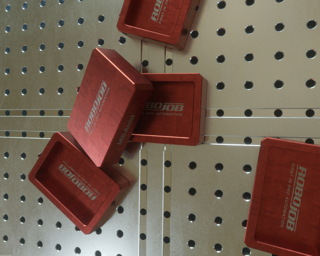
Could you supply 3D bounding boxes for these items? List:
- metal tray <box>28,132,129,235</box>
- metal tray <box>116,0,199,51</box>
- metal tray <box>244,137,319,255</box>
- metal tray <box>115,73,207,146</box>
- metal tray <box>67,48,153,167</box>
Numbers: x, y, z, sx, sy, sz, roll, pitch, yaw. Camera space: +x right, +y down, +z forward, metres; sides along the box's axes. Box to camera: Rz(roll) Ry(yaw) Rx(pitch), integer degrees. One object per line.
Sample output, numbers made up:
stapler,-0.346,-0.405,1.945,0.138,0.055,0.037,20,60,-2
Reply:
metal tray,-0.120,0.077,0.450,0.130,0.030,0.090,38,102,15
metal tray,0.005,-0.178,0.407,0.090,0.030,0.129,20,97,18
metal tray,0.153,0.081,0.355,0.090,0.030,0.129,10,93,19
metal tray,-0.007,-0.026,0.411,0.130,0.030,0.089,3,91,19
metal tray,-0.070,-0.025,0.401,0.090,0.030,0.129,45,123,28
